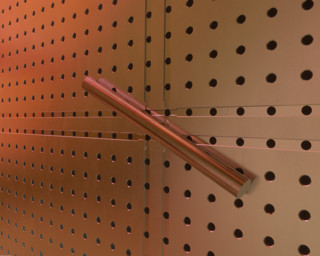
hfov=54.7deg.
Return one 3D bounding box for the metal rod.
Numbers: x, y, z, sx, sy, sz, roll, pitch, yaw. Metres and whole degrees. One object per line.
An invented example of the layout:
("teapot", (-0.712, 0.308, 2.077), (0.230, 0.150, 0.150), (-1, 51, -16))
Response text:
("metal rod", (-0.012, -0.003, 0.418), (0.300, 0.025, 0.025), (34, 111, 34))
